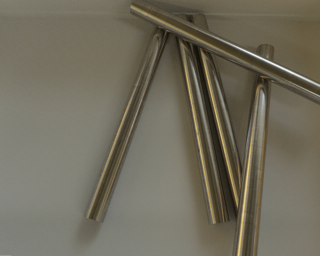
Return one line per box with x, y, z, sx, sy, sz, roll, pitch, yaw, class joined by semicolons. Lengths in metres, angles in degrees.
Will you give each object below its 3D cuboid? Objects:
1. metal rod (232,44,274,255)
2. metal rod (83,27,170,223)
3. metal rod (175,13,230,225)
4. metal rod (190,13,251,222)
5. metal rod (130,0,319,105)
0.120;0.015;0.386;0.025;0.025;0.300;13;63;4;metal rod
-0.036;-0.025;0.418;0.025;0.025;0.299;16;71;6;metal rod
0.051;-0.026;0.419;0.025;0.025;0.299;-7;70;-3;metal rod
0.080;-0.027;0.419;0.025;0.025;0.299;-8;70;-3;metal rod
0.092;-0.104;0.416;0.301;0.025;0.025;29;73;12;metal rod
